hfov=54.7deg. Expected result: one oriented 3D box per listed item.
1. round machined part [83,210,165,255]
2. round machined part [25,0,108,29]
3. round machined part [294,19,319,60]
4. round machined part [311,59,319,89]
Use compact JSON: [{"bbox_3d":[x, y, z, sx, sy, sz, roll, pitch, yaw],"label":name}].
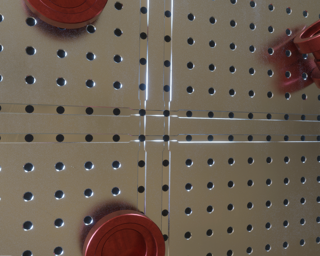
[{"bbox_3d":[-0.046,0.151,0.388,0.099,0.042,0.097,0,90,-21],"label":"round machined part"},{"bbox_3d":[-0.111,-0.165,0.363,0.099,0.042,0.097,0,90,-21],"label":"round machined part"},{"bbox_3d":[0.262,-0.141,0.472,0.098,0.098,0.042,-40,104,-16],"label":"round machined part"},{"bbox_3d":[0.283,-0.105,0.481,0.098,0.098,0.042,-40,103,-16],"label":"round machined part"}]
